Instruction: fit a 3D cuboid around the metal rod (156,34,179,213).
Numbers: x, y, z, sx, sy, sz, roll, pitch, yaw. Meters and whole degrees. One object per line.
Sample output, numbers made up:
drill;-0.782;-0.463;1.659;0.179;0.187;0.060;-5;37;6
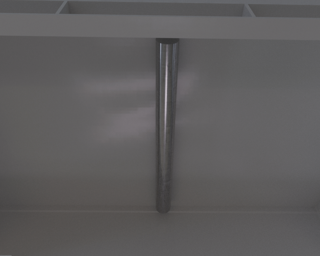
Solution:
metal rod;0.007;0.020;0.425;0.025;0.025;0.298;0;130;0
